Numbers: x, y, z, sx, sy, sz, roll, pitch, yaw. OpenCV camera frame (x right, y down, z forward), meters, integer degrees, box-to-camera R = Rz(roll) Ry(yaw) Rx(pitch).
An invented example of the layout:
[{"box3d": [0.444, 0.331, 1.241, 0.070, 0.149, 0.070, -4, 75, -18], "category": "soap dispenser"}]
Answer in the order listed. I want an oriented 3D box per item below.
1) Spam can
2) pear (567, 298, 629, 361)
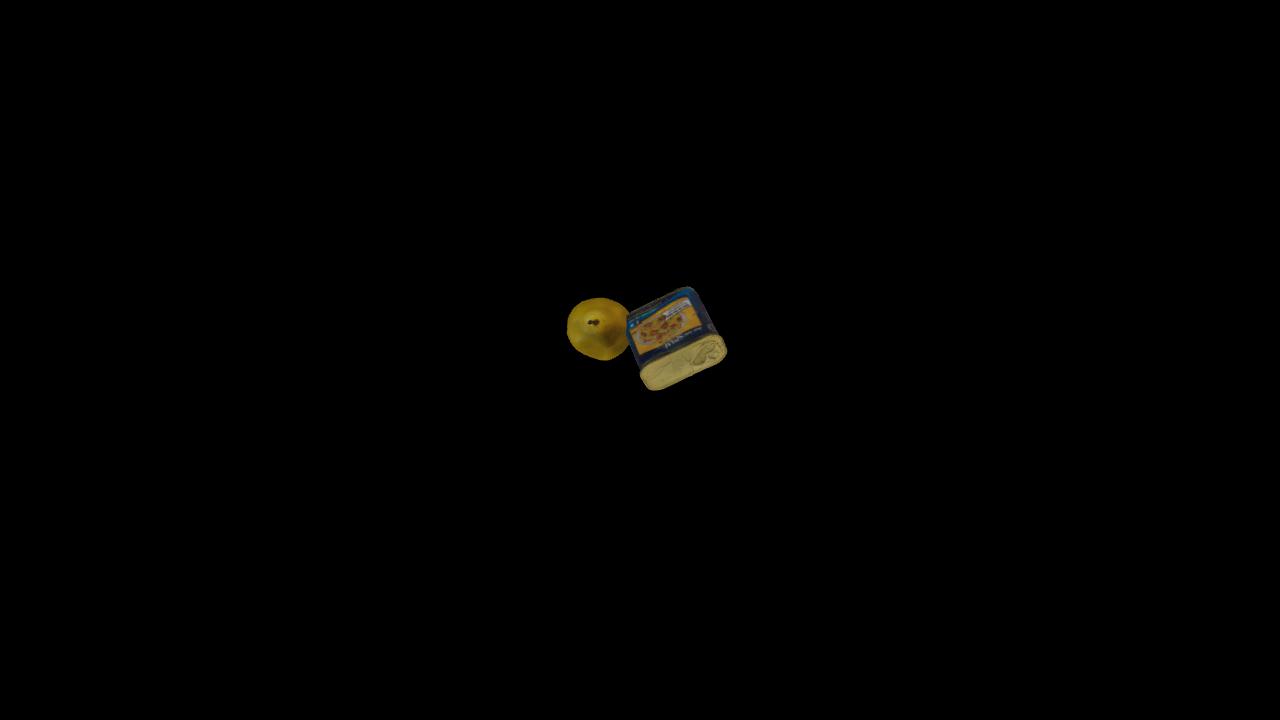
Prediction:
[{"box3d": [0.037, -0.026, 0.713, 0.101, 0.085, 0.058, -25, -37, 4], "category": "Spam can"}, {"box3d": [-0.044, -0.040, 0.715, 0.080, 0.080, 0.111, 0, -3, -10], "category": "pear"}]
